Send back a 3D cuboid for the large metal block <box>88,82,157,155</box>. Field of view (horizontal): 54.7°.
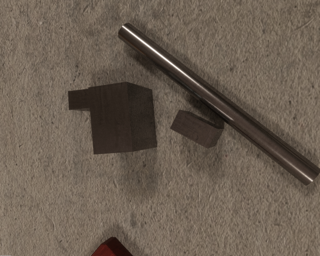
[{"bbox_3d":[-0.044,-0.011,0.394,0.050,0.080,0.080,-6,88,19],"label":"large metal block"}]

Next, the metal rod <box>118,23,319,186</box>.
[{"bbox_3d":[0.062,-0.039,0.386,0.300,0.025,0.025,41,103,15],"label":"metal rod"}]

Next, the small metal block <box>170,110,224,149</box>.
[{"bbox_3d":[0.047,0.001,0.379,0.050,0.050,0.025,28,99,17],"label":"small metal block"}]

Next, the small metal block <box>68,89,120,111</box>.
[{"bbox_3d":[-0.089,-0.038,0.426,0.050,0.050,0.025,-4,89,20],"label":"small metal block"}]

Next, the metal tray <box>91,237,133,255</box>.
[{"bbox_3d":[-0.053,0.229,0.424,0.130,0.030,0.090,42,103,14],"label":"metal tray"}]
